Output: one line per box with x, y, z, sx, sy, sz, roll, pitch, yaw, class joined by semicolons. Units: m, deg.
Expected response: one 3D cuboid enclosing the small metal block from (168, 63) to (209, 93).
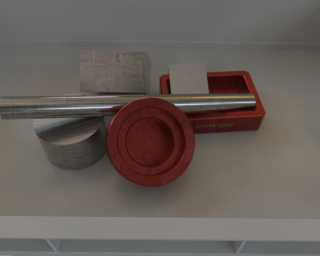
0.038;-0.061;0.427;0.050;0.025;0.050;-4;76;-3;small metal block

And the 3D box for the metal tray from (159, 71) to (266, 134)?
0.068;-0.037;0.431;0.131;0.030;0.090;-3;50;-4;metal tray

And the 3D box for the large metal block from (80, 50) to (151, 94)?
-0.056;-0.070;0.416;0.080;0.080;0.050;2;92;2;large metal block

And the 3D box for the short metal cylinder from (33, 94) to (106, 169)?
-0.107;0.004;0.381;0.081;0.050;0.080;0;50;0;short metal cylinder

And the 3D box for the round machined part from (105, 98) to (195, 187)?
-0.013;0.017;0.357;0.099;0.042;0.097;2;83;-15;round machined part

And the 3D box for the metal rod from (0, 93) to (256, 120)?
-0.023;-0.028;0.372;0.303;0.025;0.025;-3;49;-17;metal rod
